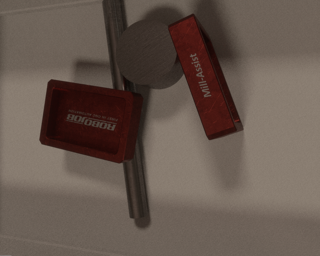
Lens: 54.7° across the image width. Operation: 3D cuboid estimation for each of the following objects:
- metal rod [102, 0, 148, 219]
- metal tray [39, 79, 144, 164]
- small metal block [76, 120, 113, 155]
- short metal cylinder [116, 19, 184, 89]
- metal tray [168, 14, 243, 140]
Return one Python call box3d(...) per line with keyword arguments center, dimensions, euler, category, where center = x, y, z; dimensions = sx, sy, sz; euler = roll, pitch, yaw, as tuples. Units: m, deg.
box3d(center=(-0.048, -0.029, 0.426), dimensions=(0.025, 0.025, 0.298), euler=(-9, 87, 19), category="metal rod")
box3d(center=(-0.093, -0.011, 0.412), dimensions=(0.130, 0.030, 0.089), euler=(11, 94, 20), category="metal tray")
box3d(center=(-0.087, 0.007, 0.440), dimensions=(0.050, 0.025, 0.050), euler=(12, 94, 19), category="small metal block")
box3d(center=(-0.009, -0.092, 0.400), dimensions=(0.080, 0.050, 0.079), euler=(0, 90, 19), category="short metal cylinder")
box3d(center=(0.056, -0.053, 0.355), dimensions=(0.030, 0.090, 0.129), euler=(-21, 83, 19), category="metal tray")
